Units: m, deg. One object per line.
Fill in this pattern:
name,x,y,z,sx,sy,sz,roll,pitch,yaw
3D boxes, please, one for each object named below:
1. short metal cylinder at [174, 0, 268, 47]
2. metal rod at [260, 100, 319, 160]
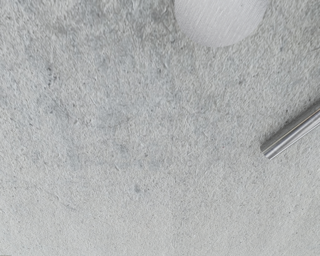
short metal cylinder,0.053,-0.123,0.287,0.081,0.050,0.079,0,130,0
metal rod,0.239,-0.057,0.360,0.025,0.025,0.299,29,124,-23
